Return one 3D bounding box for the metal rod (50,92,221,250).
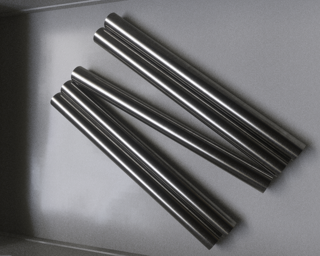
[{"bbox_3d":[-0.042,0.049,0.424,0.300,0.025,0.025,40,103,15],"label":"metal rod"}]

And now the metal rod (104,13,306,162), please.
[{"bbox_3d":[0.045,-0.061,0.393,0.300,0.025,0.025,38,102,16],"label":"metal rod"}]

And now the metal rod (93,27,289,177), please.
[{"bbox_3d":[0.028,-0.042,0.399,0.300,0.025,0.025,38,102,16],"label":"metal rod"}]

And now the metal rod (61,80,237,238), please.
[{"bbox_3d":[-0.025,0.032,0.418,0.300,0.025,0.025,40,103,15],"label":"metal rod"}]

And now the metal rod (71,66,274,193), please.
[{"bbox_3d":[0.003,-0.006,0.408,0.300,0.025,0.025,30,100,17],"label":"metal rod"}]
